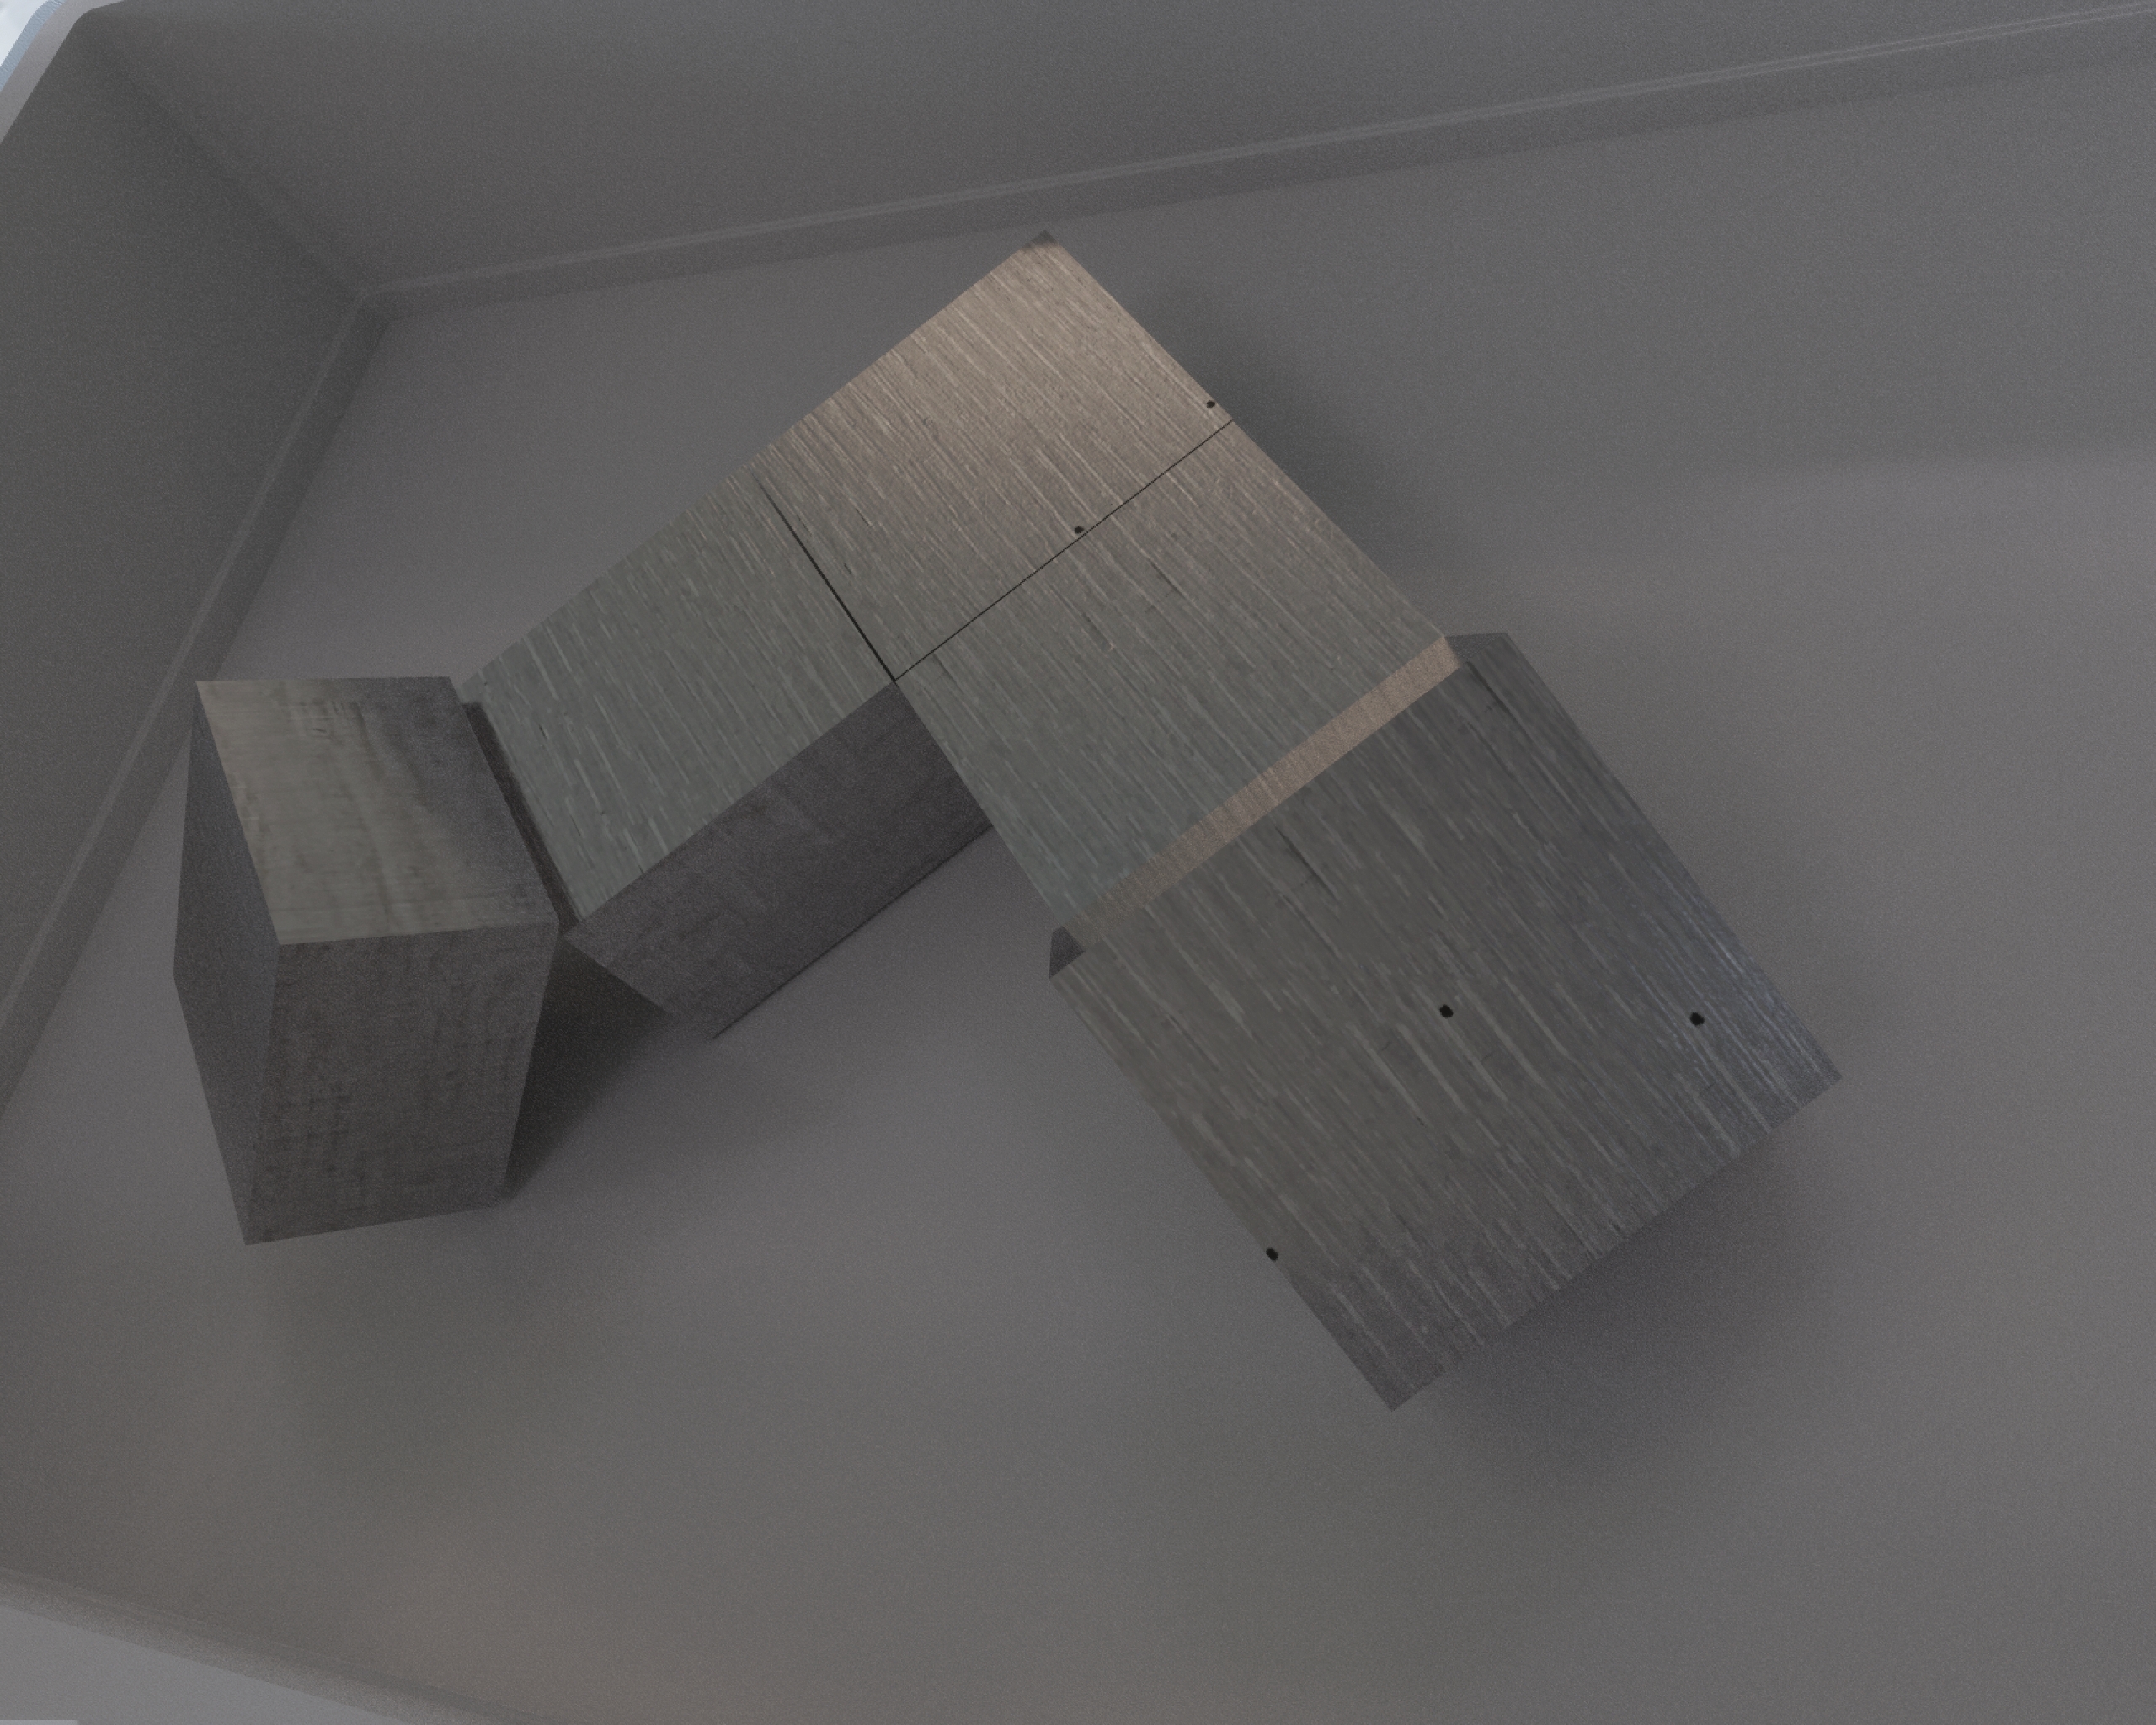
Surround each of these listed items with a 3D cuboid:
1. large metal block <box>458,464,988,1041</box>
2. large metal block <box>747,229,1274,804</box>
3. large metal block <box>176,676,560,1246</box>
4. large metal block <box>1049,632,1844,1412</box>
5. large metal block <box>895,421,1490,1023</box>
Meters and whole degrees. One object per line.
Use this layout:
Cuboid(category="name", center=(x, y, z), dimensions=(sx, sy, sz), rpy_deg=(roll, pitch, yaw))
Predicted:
Cuboid(category="large metal block", center=(-0.074, -0.024, 0.441), dimensions=(0.080, 0.050, 0.080), rpy_deg=(-38, 51, 3))
Cuboid(category="large metal block", center=(-0.010, -0.073, 0.437), dimensions=(0.080, 0.050, 0.080), rpy_deg=(-38, 51, 3))
Cuboid(category="large metal block", center=(-0.149, 0.018, 0.427), dimensions=(0.080, 0.050, 0.079), rpy_deg=(55, 136, 39))
Cuboid(category="large metal block", center=(0.052, 0.021, 0.320), dimensions=(0.080, 0.050, 0.080), rpy_deg=(-38, 95, 3))
Cuboid(category="large metal block", center=(0.026, -0.021, 0.387), dimensions=(0.080, 0.050, 0.080), rpy_deg=(-38, 51, 3))
